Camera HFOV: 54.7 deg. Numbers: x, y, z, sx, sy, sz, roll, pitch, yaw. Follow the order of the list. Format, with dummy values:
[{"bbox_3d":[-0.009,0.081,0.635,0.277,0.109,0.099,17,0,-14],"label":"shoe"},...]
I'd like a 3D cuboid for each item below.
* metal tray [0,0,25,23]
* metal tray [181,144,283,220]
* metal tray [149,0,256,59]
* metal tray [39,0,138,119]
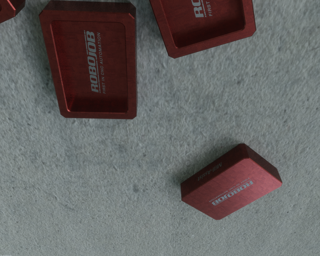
[{"bbox_3d":[-0.211,-0.128,0.291,0.130,0.030,0.090,-18,128,14],"label":"metal tray"},{"bbox_3d":[0.107,0.088,0.481,0.090,0.030,0.130,35,122,-26],"label":"metal tray"},{"bbox_3d":[0.033,-0.138,0.287,0.090,0.030,0.129,-14,129,11],"label":"metal tray"},{"bbox_3d":[-0.072,-0.069,0.343,0.091,0.030,0.129,1,130,-2],"label":"metal tray"}]
